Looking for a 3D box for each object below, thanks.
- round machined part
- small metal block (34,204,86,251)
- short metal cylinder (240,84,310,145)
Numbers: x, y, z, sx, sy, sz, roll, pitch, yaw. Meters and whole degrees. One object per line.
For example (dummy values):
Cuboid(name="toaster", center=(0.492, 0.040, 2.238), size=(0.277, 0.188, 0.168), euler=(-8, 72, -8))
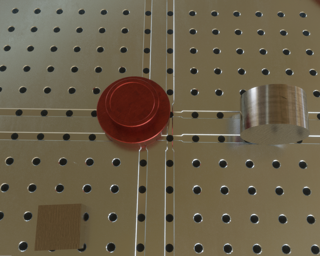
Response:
Cuboid(name="round machined part", center=(-0.035, -0.026, 0.412), size=(0.099, 0.042, 0.098), euler=(0, 70, 0))
Cuboid(name="small metal block", center=(-0.117, 0.118, 0.368), size=(0.050, 0.025, 0.050), euler=(-2, 70, -1))
Cuboid(name="short metal cylinder", center=(0.142, -0.014, 0.389), size=(0.080, 0.080, 0.050), euler=(4, 70, 1))
